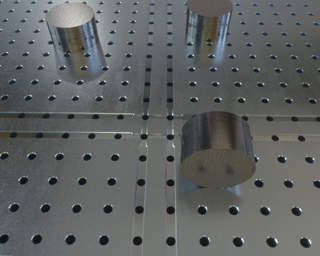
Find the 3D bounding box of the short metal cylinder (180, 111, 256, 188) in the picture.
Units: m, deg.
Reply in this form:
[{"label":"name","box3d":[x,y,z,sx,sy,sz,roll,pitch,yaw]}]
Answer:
[{"label":"short metal cylinder","box3d":[0.064,0.026,0.350,0.080,0.080,0.050,3,50,2]}]

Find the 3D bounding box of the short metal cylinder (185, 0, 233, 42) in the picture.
[{"label":"short metal cylinder","box3d":[0.087,-0.200,0.560,0.081,0.050,0.080,0,50,0]}]

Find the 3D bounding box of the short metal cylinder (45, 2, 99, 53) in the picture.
[{"label":"short metal cylinder","box3d":[-0.151,-0.174,0.536,0.081,0.050,0.080,0,50,0]}]
